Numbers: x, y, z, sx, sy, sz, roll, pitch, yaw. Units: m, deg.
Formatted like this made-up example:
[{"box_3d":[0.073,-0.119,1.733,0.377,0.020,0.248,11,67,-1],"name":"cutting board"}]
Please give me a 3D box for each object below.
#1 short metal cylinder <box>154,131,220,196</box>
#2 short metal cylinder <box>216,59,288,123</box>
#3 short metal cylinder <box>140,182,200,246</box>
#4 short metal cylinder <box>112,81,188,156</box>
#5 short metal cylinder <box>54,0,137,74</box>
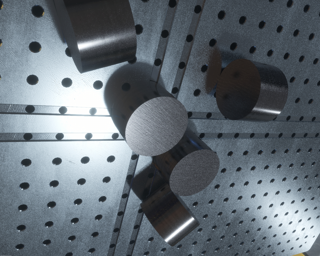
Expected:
[{"box_3d":[0.039,0.052,0.450,0.081,0.050,0.079,-14,125,-21],"name":"short metal cylinder"},{"box_3d":[0.121,-0.048,0.414,0.050,0.080,0.079,4,116,-31],"name":"short metal cylinder"},{"box_3d":[0.015,0.128,0.465,0.050,0.080,0.080,-39,130,-2],"name":"short metal cylinder"},{"box_3d":[-0.013,-0.012,0.382,0.081,0.050,0.079,-14,124,-21],"name":"short metal cylinder"},{"box_3d":[-0.060,-0.095,0.284,0.050,0.080,0.079,-20,126,-17],"name":"short metal cylinder"}]
